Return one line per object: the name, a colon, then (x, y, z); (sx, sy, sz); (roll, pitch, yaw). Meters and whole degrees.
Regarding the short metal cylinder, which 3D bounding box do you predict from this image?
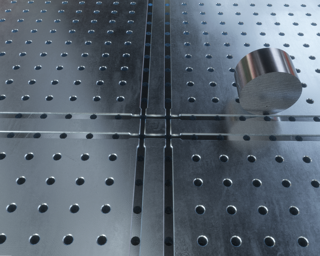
short metal cylinder: (0.147, -0.063, 0.427); (0.081, 0.080, 0.050); (1, 50, 0)
